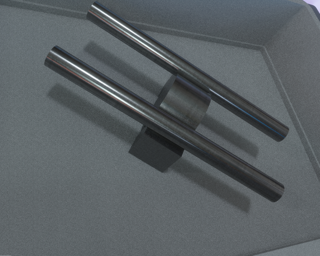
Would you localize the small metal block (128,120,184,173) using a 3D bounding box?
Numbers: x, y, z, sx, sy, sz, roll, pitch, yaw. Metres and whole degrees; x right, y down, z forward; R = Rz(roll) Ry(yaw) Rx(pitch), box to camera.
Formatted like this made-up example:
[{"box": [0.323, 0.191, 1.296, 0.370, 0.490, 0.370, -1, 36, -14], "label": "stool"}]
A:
[{"box": [-0.003, 0.022, 0.374, 0.050, 0.050, 0.025, 32, 52, -8], "label": "small metal block"}]

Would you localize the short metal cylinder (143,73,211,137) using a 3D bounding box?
[{"box": [0.021, -0.023, 0.395, 0.050, 0.080, 0.080, 32, 51, -8], "label": "short metal cylinder"}]

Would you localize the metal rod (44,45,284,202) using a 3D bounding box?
[{"box": [0.012, 0.001, 0.349, 0.301, 0.025, 0.025, 31, 52, -8], "label": "metal rod"}]

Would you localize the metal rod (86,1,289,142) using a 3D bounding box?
[{"box": [0.042, -0.069, 0.406, 0.301, 0.025, 0.025, 31, 52, -8], "label": "metal rod"}]

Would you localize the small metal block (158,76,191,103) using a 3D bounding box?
[{"box": [0.033, -0.053, 0.439, 0.050, 0.050, 0.025, 32, 52, -8], "label": "small metal block"}]
